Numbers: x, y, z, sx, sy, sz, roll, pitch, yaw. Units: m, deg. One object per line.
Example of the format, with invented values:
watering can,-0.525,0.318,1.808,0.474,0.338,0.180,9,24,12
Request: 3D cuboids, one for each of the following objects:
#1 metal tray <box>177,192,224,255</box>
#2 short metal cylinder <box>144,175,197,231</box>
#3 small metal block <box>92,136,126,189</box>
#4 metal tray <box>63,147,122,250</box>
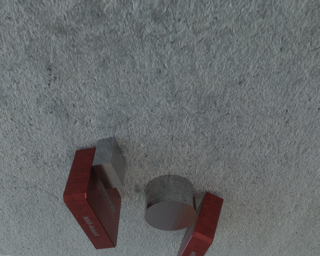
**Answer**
metal tray,0.062,0.180,0.514,0.030,0.090,0.129,23,129,7
short metal cylinder,0.016,0.120,0.493,0.081,0.050,0.079,0,130,0
small metal block,-0.069,0.049,0.432,0.025,0.050,0.050,-11,129,9
metal tray,-0.092,0.104,0.451,0.030,0.090,0.129,-9,130,7
